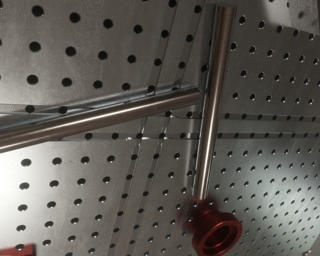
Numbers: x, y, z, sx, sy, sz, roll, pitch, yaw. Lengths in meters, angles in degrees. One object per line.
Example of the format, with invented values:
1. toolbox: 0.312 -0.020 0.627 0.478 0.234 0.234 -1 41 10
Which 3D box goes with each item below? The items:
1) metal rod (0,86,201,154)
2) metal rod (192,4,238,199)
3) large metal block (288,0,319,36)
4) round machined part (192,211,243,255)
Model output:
1. metal rod: -0.090 -0.007 0.358 0.302 0.025 0.025 -15 125 -20
2. metal rod: 0.073 -0.017 0.442 0.025 0.025 0.298 -12 124 -23
3. large metal block: 0.216 -0.182 0.403 0.080 0.050 0.080 -35 129 -6
4. round machined part: 0.102 0.195 0.579 0.099 0.042 0.097 -14 125 -21
